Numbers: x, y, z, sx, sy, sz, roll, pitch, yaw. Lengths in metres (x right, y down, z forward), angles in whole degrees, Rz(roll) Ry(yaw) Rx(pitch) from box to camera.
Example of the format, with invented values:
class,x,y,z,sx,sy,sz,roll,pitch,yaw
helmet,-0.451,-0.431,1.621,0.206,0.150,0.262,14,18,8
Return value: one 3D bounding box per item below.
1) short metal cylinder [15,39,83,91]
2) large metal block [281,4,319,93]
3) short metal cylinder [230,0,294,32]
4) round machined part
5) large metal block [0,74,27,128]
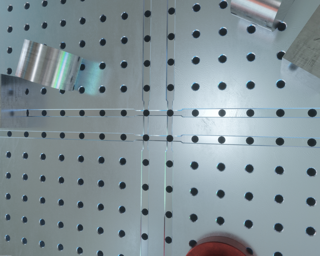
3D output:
class,x,y,z,sx,sy,sz,roll,pitch,yaw
short metal cylinder,-0.156,-0.088,0.438,0.080,0.080,0.050,20,97,19
large metal block,0.173,-0.087,0.322,0.050,0.080,0.080,36,102,16
short metal cylinder,0.120,-0.154,0.341,0.050,0.080,0.080,31,100,17
round machined part,0.072,0.188,0.378,0.098,0.042,0.097,0,90,20
large metal block,-0.263,-0.040,0.492,0.080,0.050,0.080,0,90,20
